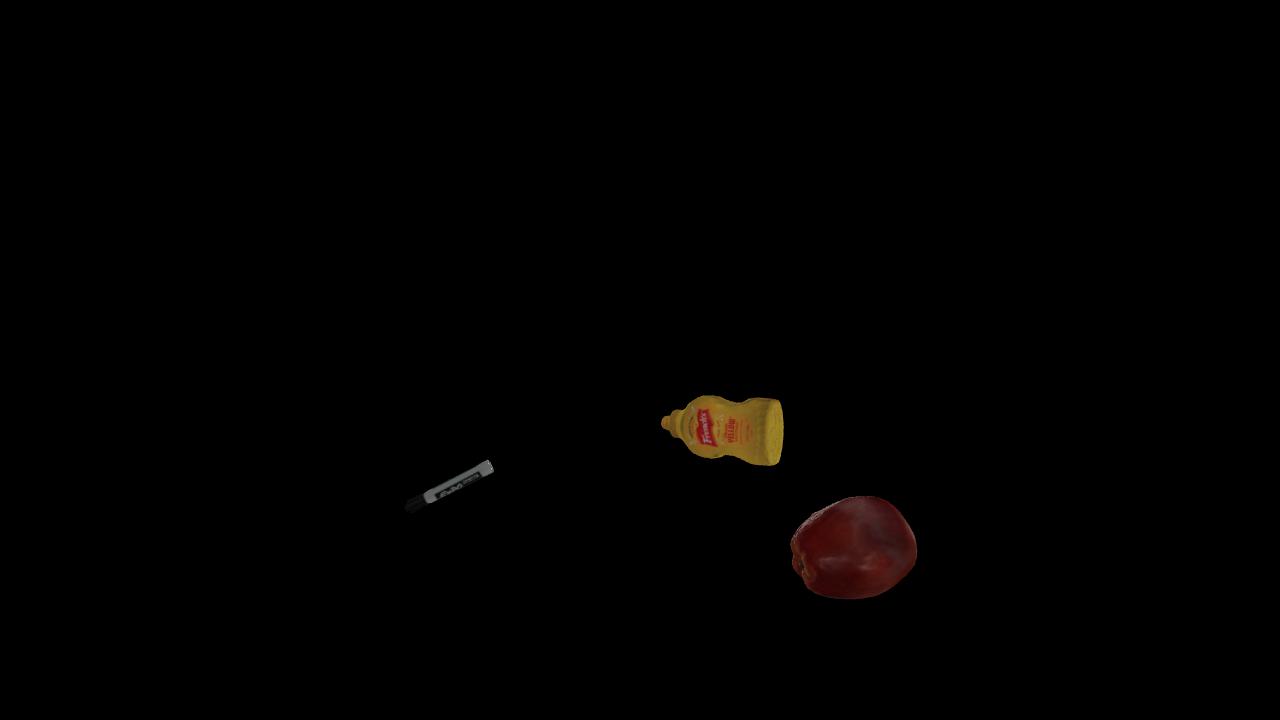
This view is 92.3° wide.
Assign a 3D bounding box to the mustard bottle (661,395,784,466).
[{"bbox_3d":[0.108,0.095,0.868,0.184,0.092,0.054,1,6,37],"label":"mustard bottle"}]

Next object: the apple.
[{"bbox_3d":[0.166,0.146,0.477,0.093,0.079,0.079,-10,1,-8],"label":"apple"}]

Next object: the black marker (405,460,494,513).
[{"bbox_3d":[-0.252,0.167,0.811,0.121,0.020,0.020,-26,3,-7],"label":"black marker"}]
